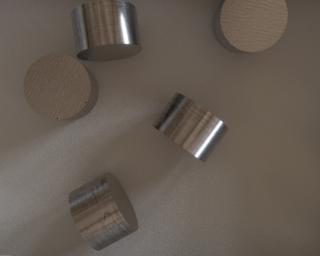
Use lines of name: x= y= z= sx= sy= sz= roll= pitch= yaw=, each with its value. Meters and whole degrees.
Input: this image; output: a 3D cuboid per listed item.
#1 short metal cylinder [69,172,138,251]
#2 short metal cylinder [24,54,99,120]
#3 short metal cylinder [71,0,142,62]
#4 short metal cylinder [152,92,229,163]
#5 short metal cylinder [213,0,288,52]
short metal cylinder: x=-0.068 y=0.102 z=0.383 sx=0.050 sy=0.080 sz=0.080 roll=-29 pitch=90 yaw=0
short metal cylinder: x=-0.124 y=-0.050 z=0.397 sx=0.081 sy=0.050 sz=0.079 roll=0 pitch=90 yaw=-1
short metal cylinder: x=-0.065 y=-0.117 z=0.383 sx=0.081 sy=0.080 sz=0.050 roll=-8 pitch=90 yaw=0
short metal cylinder: x=0.037 y=0.000 z=0.384 sx=0.080 sy=0.080 sz=0.050 roll=35 pitch=90 yaw=-1
short metal cylinder: x=0.112 y=-0.137 z=0.393 sx=0.081 sy=0.050 sz=0.079 roll=0 pitch=102 yaw=-1
